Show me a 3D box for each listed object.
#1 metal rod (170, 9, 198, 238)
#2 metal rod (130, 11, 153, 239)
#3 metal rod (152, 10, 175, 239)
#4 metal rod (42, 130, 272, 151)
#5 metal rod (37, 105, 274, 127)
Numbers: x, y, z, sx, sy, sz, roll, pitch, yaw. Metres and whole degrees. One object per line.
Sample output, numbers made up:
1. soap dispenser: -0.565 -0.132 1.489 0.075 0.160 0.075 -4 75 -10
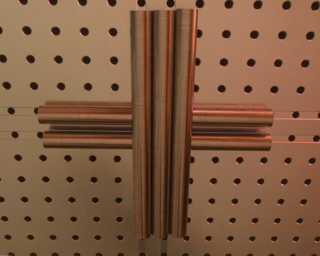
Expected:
1. metal rod: 0.028 0.009 0.391 0.025 0.025 0.298 0 110 -1
2. metal rod: -0.023 0.011 0.391 0.025 0.025 0.298 0 110 -1
3. metal rod: 0.002 0.011 0.391 0.025 0.025 0.298 0 110 -1
4. metal rod: -0.003 0.017 0.420 0.302 0.025 0.025 1 110 -1
5. metal rod: -0.005 -0.015 0.408 0.302 0.025 0.025 1 110 -1
